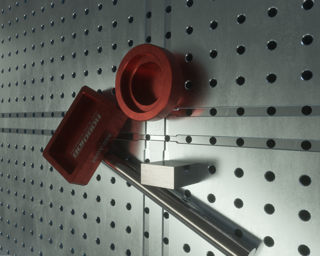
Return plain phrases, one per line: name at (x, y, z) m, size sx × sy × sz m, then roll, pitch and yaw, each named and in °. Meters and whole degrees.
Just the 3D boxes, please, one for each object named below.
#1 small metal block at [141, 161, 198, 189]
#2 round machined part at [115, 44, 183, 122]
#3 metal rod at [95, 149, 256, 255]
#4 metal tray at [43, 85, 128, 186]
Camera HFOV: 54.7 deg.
small metal block at (0.012, 0.056, 0.381) m, size 0.050 × 0.050 × 0.025 m, roll 1°, pitch 91°, yaw 39°
round machined part at (-0.010, -0.057, 0.405) m, size 0.098 × 0.042 × 0.097 m, roll 0°, pitch 90°, yaw 39°
metal rod at (-0.012, 0.081, 0.417) m, size 0.300 × 0.025 × 0.025 m, roll 28°, pitch 108°, yaw 36°
metal tray at (-0.115, 0.010, 0.471) m, size 0.090 × 0.030 × 0.130 m, roll 32°, pitch 91°, yaw 36°
